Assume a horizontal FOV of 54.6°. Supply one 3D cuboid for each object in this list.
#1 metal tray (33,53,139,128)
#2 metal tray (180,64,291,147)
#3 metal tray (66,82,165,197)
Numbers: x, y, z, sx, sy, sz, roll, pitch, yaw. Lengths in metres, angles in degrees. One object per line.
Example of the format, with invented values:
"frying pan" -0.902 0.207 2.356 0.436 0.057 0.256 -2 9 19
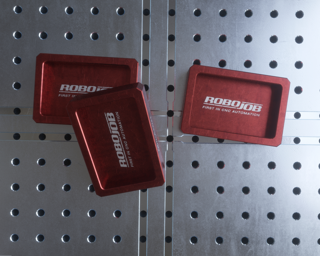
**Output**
"metal tray" -0.095 -0.048 0.410 0.131 0.030 0.090 3 90 0
"metal tray" 0.097 -0.029 0.411 0.131 0.030 0.090 8 90 0
"metal tray" -0.050 0.017 0.385 0.090 0.030 0.129 -12 110 5
